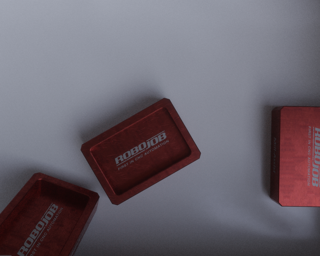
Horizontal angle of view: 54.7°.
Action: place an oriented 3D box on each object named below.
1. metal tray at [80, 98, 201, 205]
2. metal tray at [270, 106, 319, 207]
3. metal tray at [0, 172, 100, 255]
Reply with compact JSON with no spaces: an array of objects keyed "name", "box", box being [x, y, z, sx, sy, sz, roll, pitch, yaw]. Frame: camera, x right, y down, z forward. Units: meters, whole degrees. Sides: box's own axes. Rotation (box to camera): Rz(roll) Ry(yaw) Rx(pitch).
[{"name":"metal tray","box":[-0.024,0.030,0.408,0.130,0.030,0.090,-30,90,-1]},{"name":"metal tray","box":[0.198,0.037,0.412,0.091,0.030,0.129,1,90,-1]},{"name":"metal tray","box":[-0.137,0.116,0.358,0.090,0.130,0.030,19,124,1]}]
